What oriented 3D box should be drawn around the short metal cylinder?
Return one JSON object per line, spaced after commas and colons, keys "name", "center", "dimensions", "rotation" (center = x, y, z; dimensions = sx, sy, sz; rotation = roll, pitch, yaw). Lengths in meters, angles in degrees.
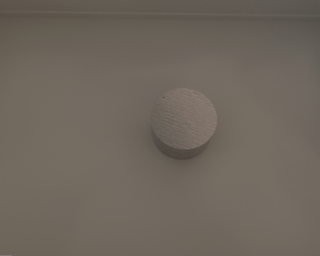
{"name": "short metal cylinder", "center": [0.029, -0.004, 0.398], "dimensions": [0.080, 0.050, 0.080], "rotation": [0, 70, 0]}
